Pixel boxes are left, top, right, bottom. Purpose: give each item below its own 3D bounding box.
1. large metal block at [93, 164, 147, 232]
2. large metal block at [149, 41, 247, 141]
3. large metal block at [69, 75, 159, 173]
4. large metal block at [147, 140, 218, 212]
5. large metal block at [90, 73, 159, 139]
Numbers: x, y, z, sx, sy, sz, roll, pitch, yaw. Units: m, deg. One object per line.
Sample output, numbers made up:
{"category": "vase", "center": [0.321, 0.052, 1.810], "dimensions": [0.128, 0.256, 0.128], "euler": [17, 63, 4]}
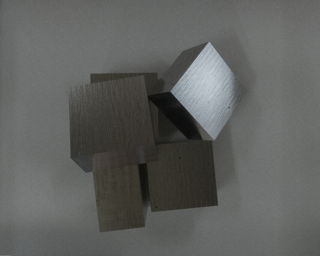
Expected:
{"category": "large metal block", "center": [-0.046, 0.073, 0.382], "dimensions": [0.050, 0.080, 0.079], "euler": [-7, 90, 0]}
{"category": "large metal block", "center": [0.046, -0.042, 0.373], "dimensions": [0.080, 0.050, 0.080], "euler": [46, 67, -23]}
{"category": "large metal block", "center": [-0.049, -0.004, 0.332], "dimensions": [0.080, 0.050, 0.080], "euler": [-9, 65, 0]}
{"category": "large metal block", "center": [0.026, 0.057, 0.396], "dimensions": [0.081, 0.050, 0.079], "euler": [-5, 90, -1]}
{"category": "large metal block", "center": [-0.043, -0.026, 0.397], "dimensions": [0.081, 0.050, 0.079], "euler": [-1, 90, -1]}
